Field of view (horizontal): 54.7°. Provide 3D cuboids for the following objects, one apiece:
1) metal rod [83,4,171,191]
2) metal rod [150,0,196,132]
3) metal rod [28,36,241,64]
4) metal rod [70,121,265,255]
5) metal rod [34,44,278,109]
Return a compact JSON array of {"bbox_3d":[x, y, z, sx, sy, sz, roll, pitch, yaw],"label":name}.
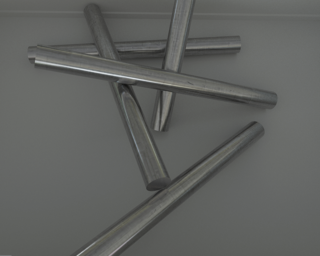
[{"bbox_3d":[-0.051,-0.060,0.379,0.025,0.025,0.299,-19,56,-7],"label":"metal rod"},{"bbox_3d":[0.028,-0.141,0.378,0.025,0.025,0.298,12,103,4],"label":"metal rod"},{"bbox_3d":[-0.035,-0.114,0.450,0.302,0.025,0.025,-3,70,-2],"label":"metal rod"},{"bbox_3d":[0.022,0.063,0.322,0.302,0.025,0.025,-30,71,-36],"label":"metal rod"},{"bbox_3d":[0.013,-0.056,0.371,0.302,0.025,0.025,7,69,-22],"label":"metal rod"}]
